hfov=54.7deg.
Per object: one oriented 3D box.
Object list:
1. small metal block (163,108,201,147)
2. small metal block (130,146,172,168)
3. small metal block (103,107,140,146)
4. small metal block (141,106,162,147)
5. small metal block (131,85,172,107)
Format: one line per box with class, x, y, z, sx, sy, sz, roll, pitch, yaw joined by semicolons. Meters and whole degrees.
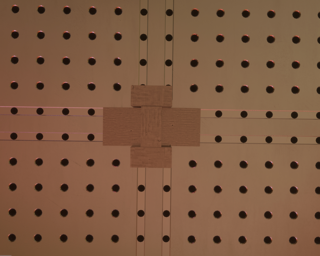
small metal block;0.027;-0.001;0.413;0.050;0.025;0.050;1;90;-1
small metal block;-0.011;0.036;0.400;0.050;0.050;0.025;1;90;-1
small metal block;-0.049;-0.002;0.412;0.050;0.025;0.050;1;90;-1
small metal block;-0.011;-0.002;0.400;0.025;0.050;0.050;1;90;0
small metal block;-0.010;-0.039;0.400;0.050;0.050;0.025;1;90;-1
